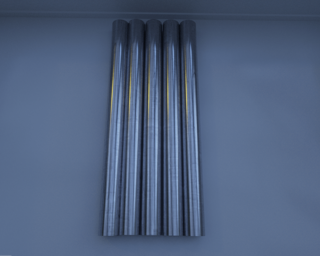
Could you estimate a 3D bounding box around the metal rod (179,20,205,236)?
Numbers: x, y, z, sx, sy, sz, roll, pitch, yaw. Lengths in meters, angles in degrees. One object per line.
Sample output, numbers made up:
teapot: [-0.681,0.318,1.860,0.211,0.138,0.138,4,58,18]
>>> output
metal rod: [0.041,-0.014,0.413,0.025,0.025,0.299,0,70,0]

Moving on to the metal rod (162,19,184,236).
metal rod: [0.016,-0.014,0.414,0.025,0.025,0.299,0,70,0]

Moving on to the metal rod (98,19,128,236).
metal rod: [-0.059,-0.014,0.413,0.025,0.025,0.299,0,70,0]

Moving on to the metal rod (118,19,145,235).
metal rod: [-0.035,-0.015,0.413,0.025,0.025,0.299,0,70,0]

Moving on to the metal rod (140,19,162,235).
metal rod: [-0.010,-0.015,0.414,0.025,0.025,0.299,0,70,0]
